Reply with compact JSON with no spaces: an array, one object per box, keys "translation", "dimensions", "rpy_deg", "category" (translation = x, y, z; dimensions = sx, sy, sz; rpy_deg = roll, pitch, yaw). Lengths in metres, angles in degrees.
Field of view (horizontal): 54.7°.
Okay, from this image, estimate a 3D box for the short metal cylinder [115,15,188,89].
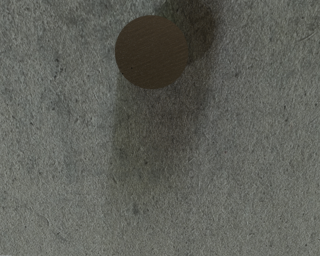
[{"translation":[-0.009,-0.090,0.363],"dimensions":[0.081,0.050,0.079],"rpy_deg":[0,110,0],"category":"short metal cylinder"}]
